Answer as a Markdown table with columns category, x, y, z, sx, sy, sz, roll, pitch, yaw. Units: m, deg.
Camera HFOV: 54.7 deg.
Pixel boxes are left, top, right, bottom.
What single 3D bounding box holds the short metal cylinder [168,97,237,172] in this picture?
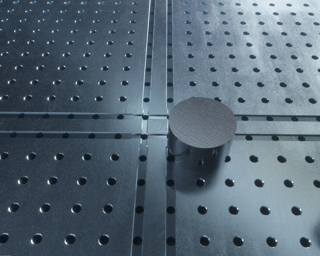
| category | x | y | z | sx | sy | sz | roll | pitch | yaw |
| --- | --- | --- | --- | --- | --- | --- | --- | --- | --- |
| short metal cylinder | 0.050 | 0.007 | 0.385 | 0.081 | 0.050 | 0.080 | 0 | 50 | 0 |
